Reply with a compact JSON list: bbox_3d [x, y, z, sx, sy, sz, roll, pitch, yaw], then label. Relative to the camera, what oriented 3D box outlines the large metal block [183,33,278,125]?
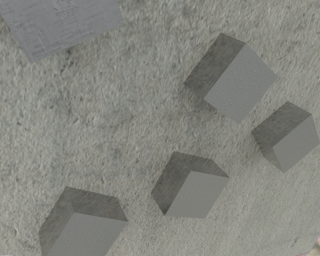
[{"bbox_3d":[0.092,-0.062,0.404,0.080,0.050,0.080,29,102,-38],"label":"large metal block"}]

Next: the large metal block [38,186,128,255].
[{"bbox_3d":[-0.104,0.133,0.417,0.080,0.050,0.080,24,105,-37],"label":"large metal block"}]

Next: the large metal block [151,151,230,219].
[{"bbox_3d":[0.046,0.089,0.472,0.081,0.050,0.080,16,110,-35],"label":"large metal block"}]

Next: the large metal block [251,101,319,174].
[{"bbox_3d":[0.212,0.016,0.519,0.080,0.050,0.080,-40,130,-2],"label":"large metal block"}]

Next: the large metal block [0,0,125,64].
[{"bbox_3d":[-0.087,-0.105,0.260,0.080,0.080,0.050,-28,128,-11],"label":"large metal block"}]
